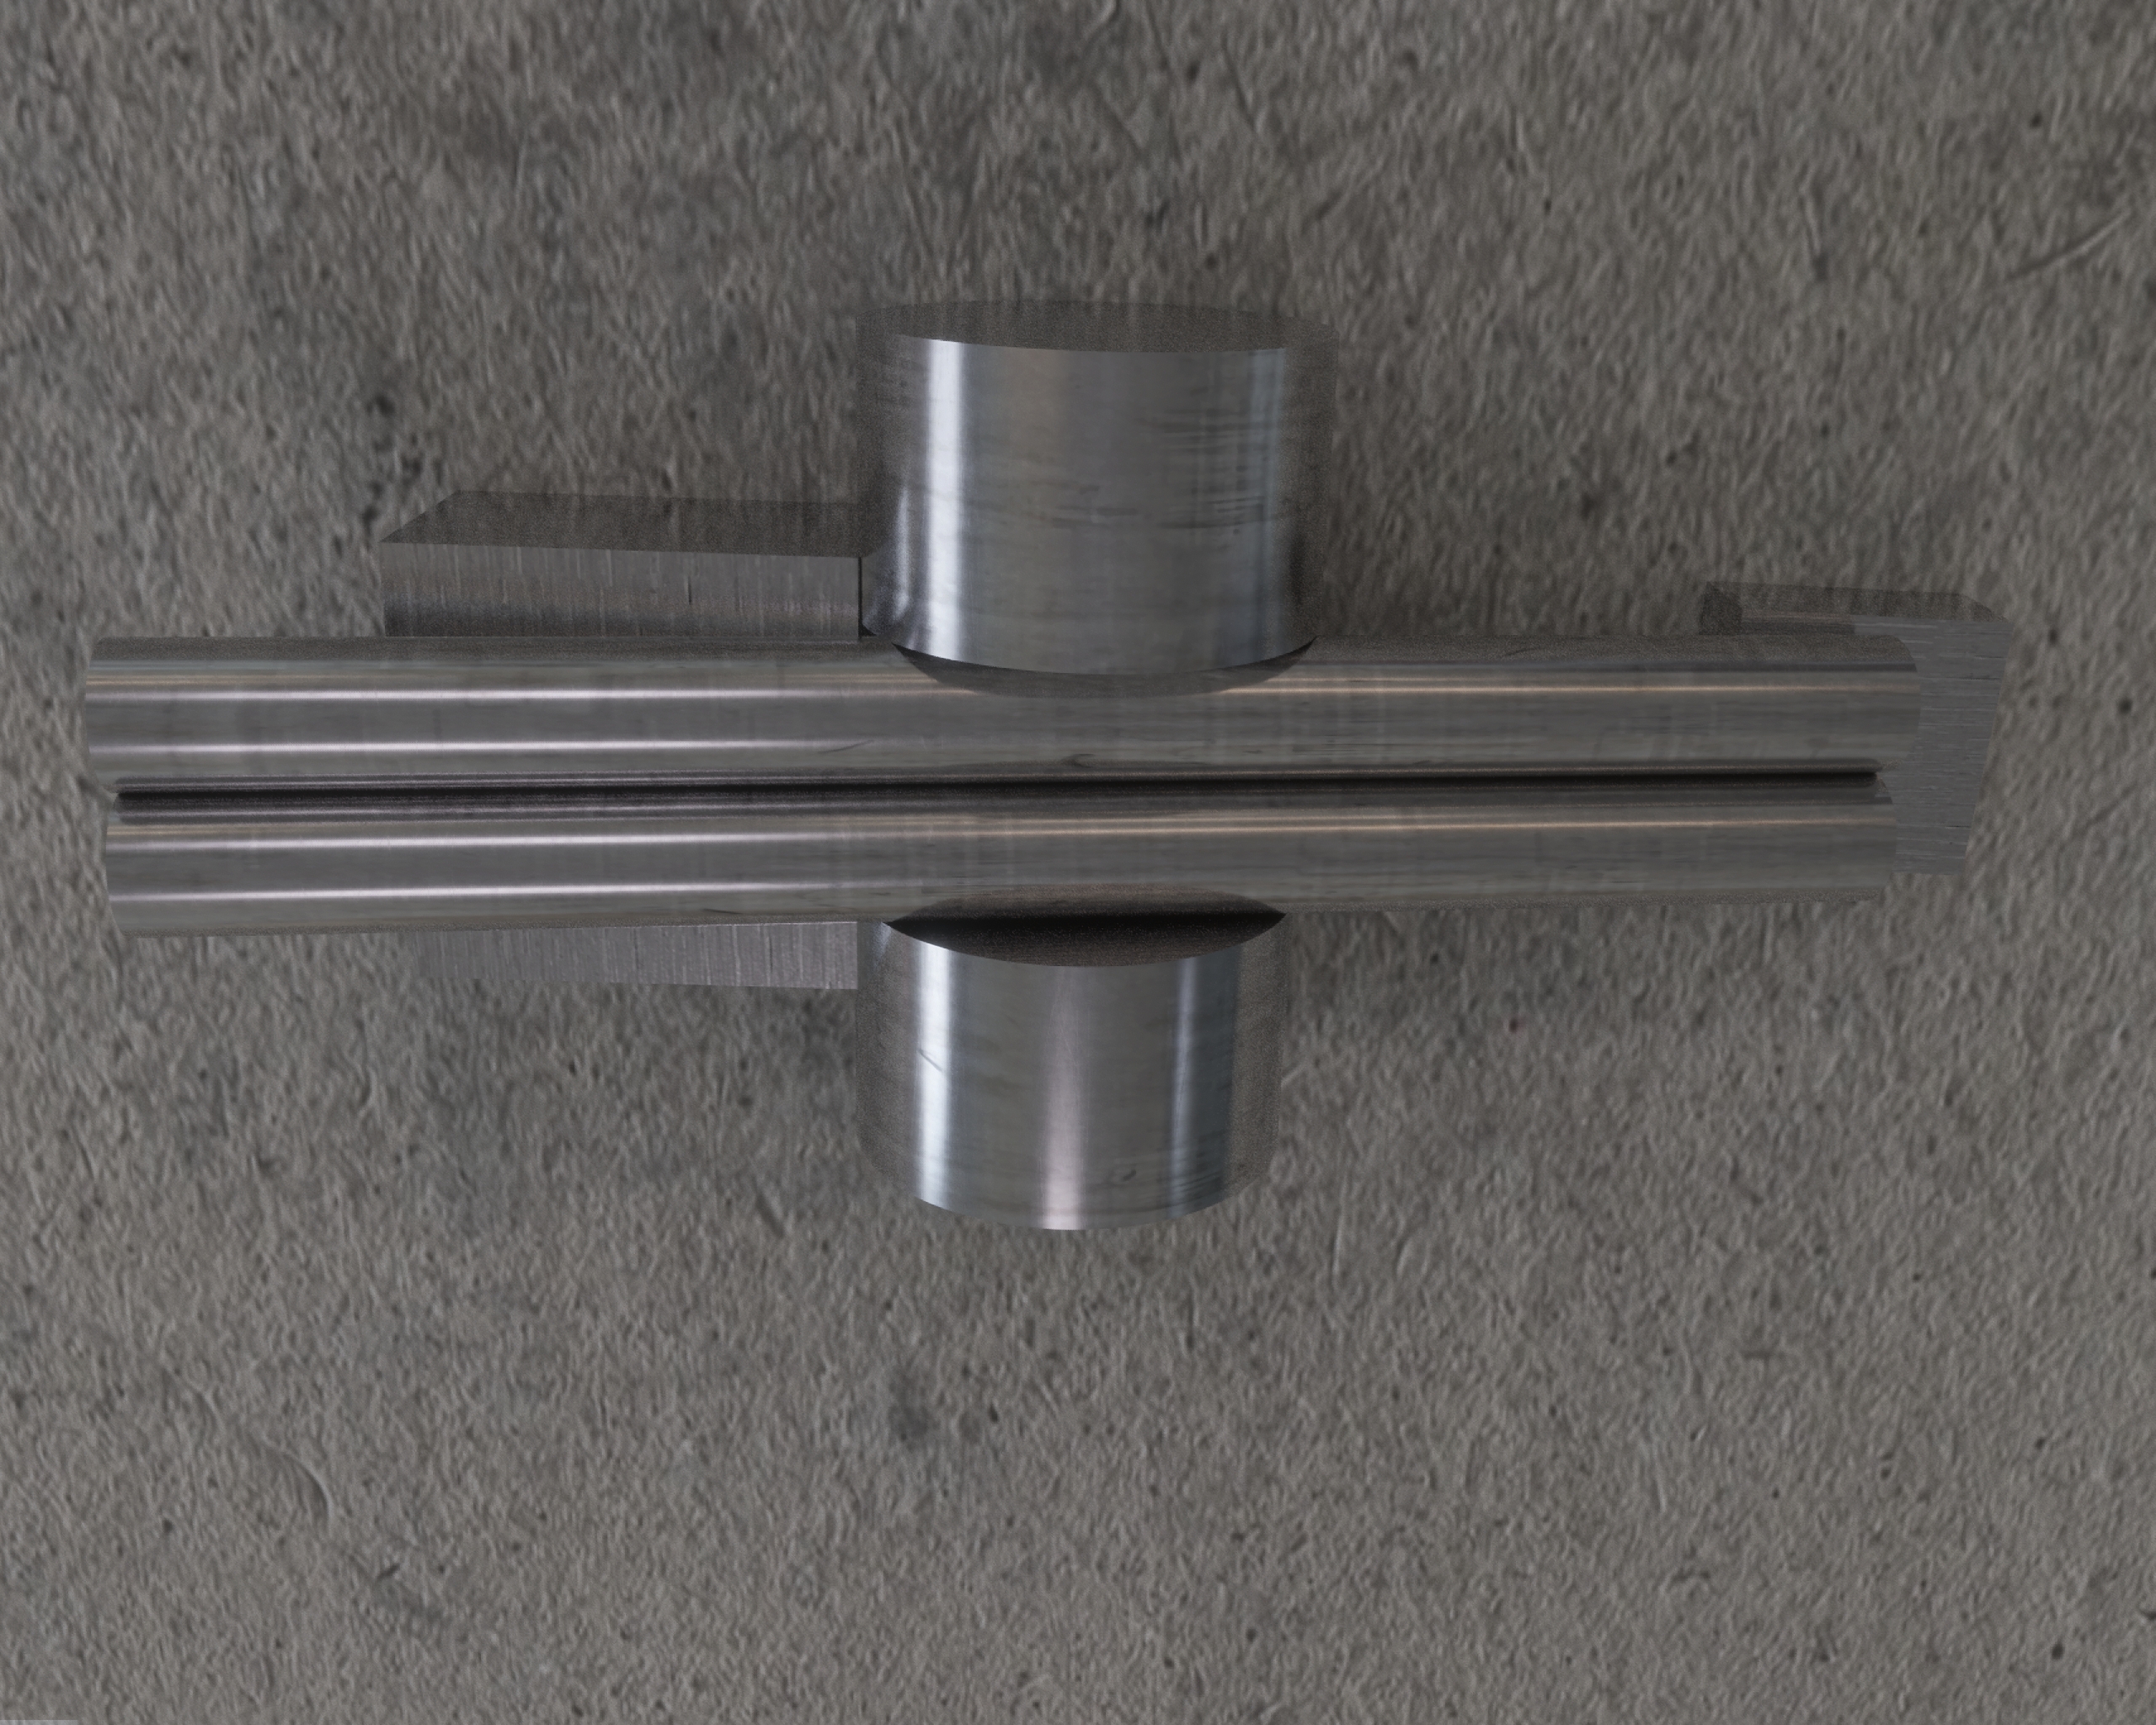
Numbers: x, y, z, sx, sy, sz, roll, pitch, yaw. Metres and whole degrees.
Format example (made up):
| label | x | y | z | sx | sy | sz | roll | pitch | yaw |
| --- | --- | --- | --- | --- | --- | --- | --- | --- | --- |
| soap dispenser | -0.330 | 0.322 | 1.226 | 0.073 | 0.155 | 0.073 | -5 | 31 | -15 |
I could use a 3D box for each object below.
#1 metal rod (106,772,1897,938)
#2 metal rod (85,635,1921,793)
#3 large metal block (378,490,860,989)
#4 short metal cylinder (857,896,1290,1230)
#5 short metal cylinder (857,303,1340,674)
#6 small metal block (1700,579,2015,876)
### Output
| label | x | y | z | sx | sy | sz | roll | pitch | yaw |
| --- | --- | --- | --- | --- | --- | --- | --- | --- | --- |
| metal rod | -0.005 | -0.003 | 0.362 | 0.302 | 0.025 | 0.025 | -1 | 110 | -8 |
| metal rod | -0.004 | -0.026 | 0.354 | 0.302 | 0.025 | 0.025 | -1 | 110 | -8 |
| large metal block | -0.079 | -0.024 | 0.388 | 0.081 | 0.050 | 0.079 | 2 | 110 | -1 |
| short metal cylinder | -0.001 | 0.027 | 0.391 | 0.081 | 0.080 | 0.050 | 1 | 110 | -1 |
| short metal cylinder | 0.003 | -0.067 | 0.357 | 0.081 | 0.080 | 0.050 | 1 | 110 | -1 |
| small metal block | 0.146 | -0.026 | 0.403 | 0.050 | 0.025 | 0.050 | 3 | 110 | -1 |
